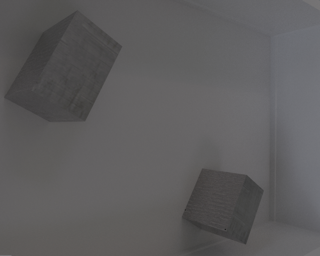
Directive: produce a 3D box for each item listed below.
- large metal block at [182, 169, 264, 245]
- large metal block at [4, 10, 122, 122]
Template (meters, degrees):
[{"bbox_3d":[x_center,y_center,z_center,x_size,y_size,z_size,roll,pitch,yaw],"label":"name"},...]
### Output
[{"bbox_3d":[0.090,0.110,0.447,0.050,0.080,0.080,40,66,-33],"label":"large metal block"},{"bbox_3d":[-0.092,-0.053,0.293,0.050,0.080,0.080,35,69,-35],"label":"large metal block"}]
